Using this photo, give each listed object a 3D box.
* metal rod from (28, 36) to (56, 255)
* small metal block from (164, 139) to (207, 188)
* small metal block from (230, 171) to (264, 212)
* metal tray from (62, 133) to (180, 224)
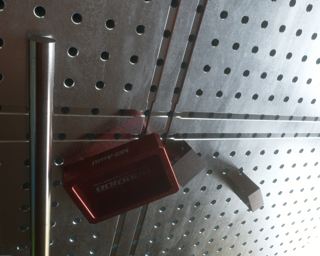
[{"bbox_3d":[-0.140,0.046,0.363,0.025,0.025,0.298,-3,120,-27],"label":"metal rod"},{"bbox_3d":[0.035,0.054,0.463,0.050,0.025,0.050,-42,130,1],"label":"small metal block"},{"bbox_3d":[0.155,0.112,0.549,0.025,0.050,0.050,-32,129,-7],"label":"small metal block"},{"bbox_3d":[-0.048,0.068,0.406,0.131,0.030,0.090,-21,128,-1],"label":"metal tray"}]
